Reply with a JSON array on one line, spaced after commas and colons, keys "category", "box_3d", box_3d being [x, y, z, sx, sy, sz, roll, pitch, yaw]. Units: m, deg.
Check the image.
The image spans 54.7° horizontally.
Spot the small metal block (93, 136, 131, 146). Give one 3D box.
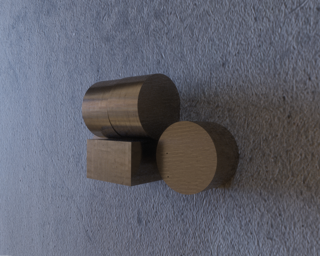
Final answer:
[{"category": "small metal block", "box_3d": [-0.077, 0.025, 0.471, 0.050, 0.025, 0.050, 45, 117, 30]}]

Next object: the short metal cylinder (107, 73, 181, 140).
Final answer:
[{"category": "short metal cylinder", "box_3d": [-0.018, -0.026, 0.386, 0.050, 0.081, 0.079, 1, 91, 40]}]

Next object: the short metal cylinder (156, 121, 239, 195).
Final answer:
[{"category": "short metal cylinder", "box_3d": [0.043, 0.032, 0.355, 0.080, 0.050, 0.079, 0, 90, 40]}]

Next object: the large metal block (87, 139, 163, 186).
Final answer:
[{"category": "large metal block", "box_3d": [-0.037, 0.040, 0.402, 0.080, 0.081, 0.050, 1, 91, 40]}]

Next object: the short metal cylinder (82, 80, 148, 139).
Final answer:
[{"category": "short metal cylinder", "box_3d": [-0.057, -0.025, 0.418, 0.050, 0.081, 0.079, 1, 91, 40]}]
